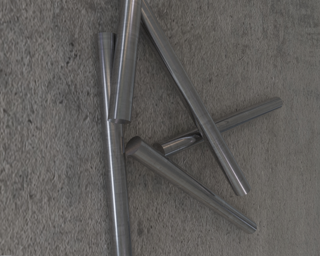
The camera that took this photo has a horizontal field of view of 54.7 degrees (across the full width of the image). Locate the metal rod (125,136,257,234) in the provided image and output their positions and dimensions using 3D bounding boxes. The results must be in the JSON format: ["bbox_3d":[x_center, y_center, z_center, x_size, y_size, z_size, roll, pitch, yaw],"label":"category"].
[{"bbox_3d":[0.063,0.096,0.445,0.301,0.025,0.025,39,66,-37],"label":"metal rod"}]

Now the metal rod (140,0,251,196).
[{"bbox_3d":[0.046,-0.031,0.417,0.025,0.025,0.299,-41,107,-32],"label":"metal rod"}]

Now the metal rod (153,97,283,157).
[{"bbox_3d":[0.110,-0.009,0.496,0.302,0.025,0.025,-19,103,-38],"label":"metal rod"}]

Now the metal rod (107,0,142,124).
[{"bbox_3d":[-0.032,-0.153,0.355,0.025,0.025,0.299,14,75,-39],"label":"metal rod"}]

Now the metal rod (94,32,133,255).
[{"bbox_3d":[-0.052,0.043,0.361,0.025,0.025,0.298,-7,95,-40],"label":"metal rod"}]
